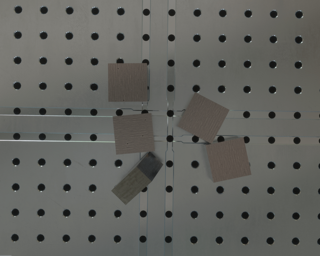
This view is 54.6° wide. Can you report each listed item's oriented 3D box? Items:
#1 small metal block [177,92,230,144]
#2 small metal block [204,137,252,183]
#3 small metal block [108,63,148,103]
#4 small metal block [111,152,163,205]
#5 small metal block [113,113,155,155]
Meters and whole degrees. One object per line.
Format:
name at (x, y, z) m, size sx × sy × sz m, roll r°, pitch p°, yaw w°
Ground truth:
small metal block at (0.056, -0.013, 0.414) m, size 0.050 × 0.025 × 0.050 m, roll 27°, pitch 90°, yaw 0°
small metal block at (0.089, 0.041, 0.414) m, size 0.050 × 0.025 × 0.050 m, roll -12°, pitch 90°, yaw 0°
small metal block at (-0.042, -0.059, 0.413) m, size 0.050 × 0.025 × 0.050 m, roll 0°, pitch 90°, yaw 0°
small metal block at (-0.028, 0.062, 0.393) m, size 0.025 × 0.050 × 0.050 m, roll 45°, pitch 113°, yaw 0°
small metal block at (-0.034, 0.007, 0.413) m, size 0.050 × 0.025 × 0.050 m, roll -5°, pitch 90°, yaw 0°
